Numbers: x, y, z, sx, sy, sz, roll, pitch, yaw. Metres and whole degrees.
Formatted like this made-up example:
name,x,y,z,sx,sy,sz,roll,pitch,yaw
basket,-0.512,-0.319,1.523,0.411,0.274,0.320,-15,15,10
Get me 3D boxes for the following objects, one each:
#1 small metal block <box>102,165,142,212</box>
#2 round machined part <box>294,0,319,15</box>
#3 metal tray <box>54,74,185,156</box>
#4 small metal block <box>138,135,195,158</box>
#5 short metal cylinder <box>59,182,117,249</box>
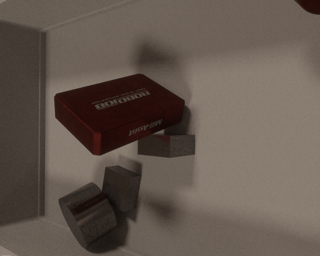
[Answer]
name,x,y,z,sx,sy,sz,roll,pitch,yaw
small metal block,-0.057,0.087,0.452,0.050,0.025,0.050,16,100,38
round machined part,0.148,-0.129,0.232,0.098,0.099,0.042,-46,47,30
metal tray,-0.046,-0.023,0.373,0.090,0.131,0.030,37,132,33
small metal block,0.008,0.020,0.382,0.050,0.050,0.025,2,91,39
short metal cylinder,-0.106,0.127,0.455,0.080,0.050,0.079,36,140,38
